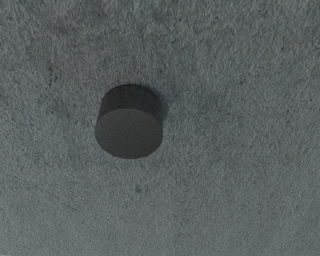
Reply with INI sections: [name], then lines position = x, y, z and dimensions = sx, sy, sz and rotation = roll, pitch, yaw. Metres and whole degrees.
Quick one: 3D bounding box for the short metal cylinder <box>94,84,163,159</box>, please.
[short metal cylinder]
position = -0.037, -0.007, 0.384
dimensions = 0.080, 0.050, 0.080
rotation = 0, 130, 0
